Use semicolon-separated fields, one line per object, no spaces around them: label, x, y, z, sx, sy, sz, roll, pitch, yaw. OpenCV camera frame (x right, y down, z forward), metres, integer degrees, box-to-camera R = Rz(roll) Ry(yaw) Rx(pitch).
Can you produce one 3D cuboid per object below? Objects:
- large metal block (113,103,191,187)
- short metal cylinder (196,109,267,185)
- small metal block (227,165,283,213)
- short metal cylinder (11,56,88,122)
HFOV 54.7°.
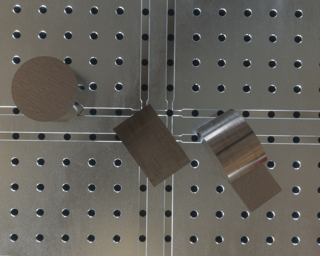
large metal block;-0.009;0.019;0.386;0.050;0.080;0.080;-35;90;0
short metal cylinder;0.088;0.023;0.387;0.050;0.080;0.080;-32;90;0
small metal block;0.124;0.075;0.414;0.050;0.025;0.050;-36;90;0
short metal cylinder;-0.140;-0.047;0.400;0.081;0.050;0.079;0;90;0
